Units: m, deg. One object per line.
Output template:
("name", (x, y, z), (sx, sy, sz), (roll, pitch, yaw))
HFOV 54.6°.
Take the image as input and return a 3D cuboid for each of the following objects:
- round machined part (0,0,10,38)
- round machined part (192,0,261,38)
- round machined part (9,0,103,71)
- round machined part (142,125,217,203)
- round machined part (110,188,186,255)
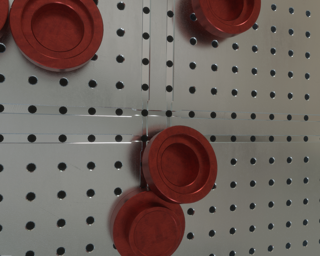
("round machined part", (-0.211, -0.128, 0.326), (0.099, 0.042, 0.097), (0, 90, -20))
("round machined part", (0.088, -0.175, 0.435), (0.099, 0.042, 0.097), (0, 90, -20))
("round machined part", (-0.118, -0.114, 0.360), (0.099, 0.042, 0.097), (0, 90, -20))
("round machined part", (0.022, 0.049, 0.403), (0.099, 0.042, 0.098), (8, 72, -24))
("round machined part", (-0.012, 0.129, 0.399), (0.099, 0.042, 0.097), (0, 90, -20))
